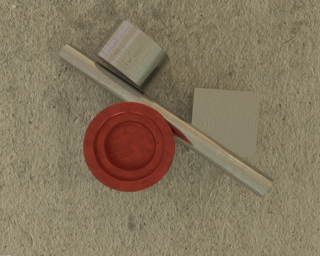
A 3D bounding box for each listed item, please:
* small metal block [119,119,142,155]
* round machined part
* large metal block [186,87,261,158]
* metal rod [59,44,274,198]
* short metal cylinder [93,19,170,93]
[{"bbox_3d":[-0.037,0.008,0.399,0.025,0.050,0.050,-2,90,0],"label":"small metal block"},{"bbox_3d":[-0.033,0.020,0.353,0.099,0.042,0.097,0,91,-1],"label":"round machined part"},{"bbox_3d":[0.079,-0.007,0.400,0.081,0.050,0.079,4,90,-1],"label":"large metal block"},{"bbox_3d":[-0.003,-0.017,0.374,0.300,0.025,0.025,35,90,14],"label":"metal rod"},{"bbox_3d":[-0.035,-0.087,0.383,0.080,0.080,0.050,37,90,-1],"label":"short metal cylinder"}]
